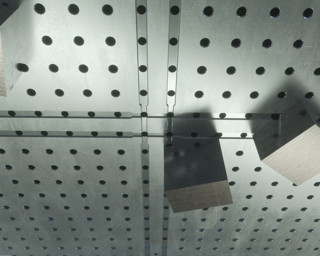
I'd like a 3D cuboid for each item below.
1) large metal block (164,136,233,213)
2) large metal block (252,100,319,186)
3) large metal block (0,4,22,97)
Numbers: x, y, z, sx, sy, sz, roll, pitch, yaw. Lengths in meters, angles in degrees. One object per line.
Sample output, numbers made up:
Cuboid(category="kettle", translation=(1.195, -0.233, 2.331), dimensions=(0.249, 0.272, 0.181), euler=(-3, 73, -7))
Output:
Cuboid(category="large metal block", translation=(0.051, 0.064, 0.430), dimensions=(0.080, 0.080, 0.050), euler=(-12, 129, 10))
Cuboid(category="large metal block", translation=(0.187, 0.022, 0.415), dimensions=(0.080, 0.050, 0.080), euler=(32, 123, -24))
Cuboid(category="large metal block", translation=(-0.195, -0.086, 0.320), dimensions=(0.080, 0.050, 0.079), euler=(10, 129, -9))
